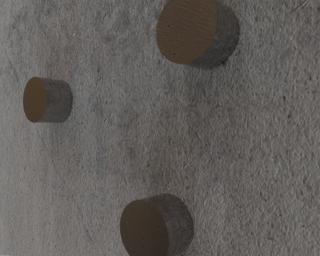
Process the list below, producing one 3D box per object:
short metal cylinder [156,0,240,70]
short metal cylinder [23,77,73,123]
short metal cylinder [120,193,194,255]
[{"bbox_3d":[0.042,-0.110,0.354,0.080,0.050,0.080,0,90,40],"label":"short metal cylinder"},{"bbox_3d":[-0.202,-0.049,0.556,0.080,0.050,0.080,0,90,40],"label":"short metal cylinder"},{"bbox_3d":[-0.005,0.127,0.393,0.080,0.050,0.080,0,90,40],"label":"short metal cylinder"}]
